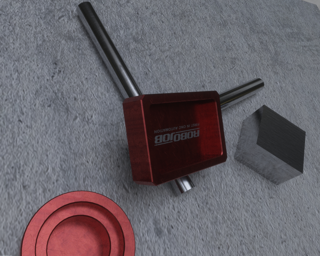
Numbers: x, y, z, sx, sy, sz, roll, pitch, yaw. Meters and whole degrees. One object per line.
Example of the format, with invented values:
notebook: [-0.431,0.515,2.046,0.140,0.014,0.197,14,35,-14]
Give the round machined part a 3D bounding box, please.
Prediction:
round machined part: [-0.076,0.111,0.285,0.099,0.042,0.098,14,56,-21]

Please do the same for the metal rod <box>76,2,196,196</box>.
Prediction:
metal rod: [-0.039,-0.049,0.413,0.025,0.025,0.299,-19,72,-36]

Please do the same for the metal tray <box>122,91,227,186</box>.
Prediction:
metal tray: [0.023,0.006,0.351,0.131,0.030,0.089,-9,92,-45]

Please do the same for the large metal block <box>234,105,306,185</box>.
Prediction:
large metal block: [0.166,0.025,0.464,0.080,0.050,0.080,32,51,-8]

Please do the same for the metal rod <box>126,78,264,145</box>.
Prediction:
metal rod: [0.071,-0.031,0.443,0.302,0.025,0.025,-24,75,-43]
